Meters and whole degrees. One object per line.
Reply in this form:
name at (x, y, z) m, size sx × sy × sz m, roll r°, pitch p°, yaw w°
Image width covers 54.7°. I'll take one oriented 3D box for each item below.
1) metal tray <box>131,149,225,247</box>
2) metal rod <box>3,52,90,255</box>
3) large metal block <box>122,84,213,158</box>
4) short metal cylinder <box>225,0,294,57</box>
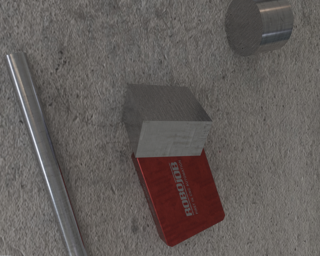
metal tray at (0.026, 0.079, 0.416) m, size 0.091 × 0.030 × 0.129 m, roll -21°, pitch 97°, yaw -19°
metal rod at (-0.123, 0.062, 0.363) m, size 0.025 × 0.025 × 0.298 m, roll -17°, pitch 96°, yaw -19°
large metal block at (0.005, -0.010, 0.374) m, size 0.081 × 0.080 × 0.050 m, roll 0°, pitch 126°, yaw -20°
short metal cylinder at (0.135, -0.144, 0.429) m, size 0.050 × 0.080 × 0.080 m, roll -16°, pitch 96°, yaw -19°
